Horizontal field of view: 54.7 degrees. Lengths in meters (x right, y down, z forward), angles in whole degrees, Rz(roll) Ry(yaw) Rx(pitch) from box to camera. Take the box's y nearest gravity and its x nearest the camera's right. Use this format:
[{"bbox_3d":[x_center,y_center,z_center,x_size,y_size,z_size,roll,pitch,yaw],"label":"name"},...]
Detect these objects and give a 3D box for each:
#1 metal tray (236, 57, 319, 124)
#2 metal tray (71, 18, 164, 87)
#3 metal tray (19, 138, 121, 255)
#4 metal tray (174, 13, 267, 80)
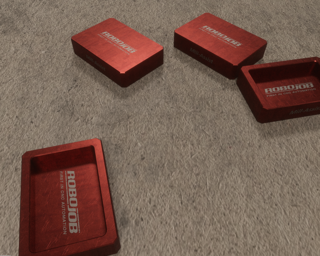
[{"bbox_3d":[0.190,-0.058,0.451,0.131,0.030,0.090,-9,51,-8],"label":"metal tray"},{"bbox_3d":[-0.069,-0.127,0.506,0.130,0.030,0.091,37,59,26],"label":"metal tray"},{"bbox_3d":[-0.099,0.077,0.334,0.091,0.030,0.130,-11,51,-10],"label":"metal tray"},{"bbox_3d":[0.099,-0.142,0.520,0.130,0.030,0.091,38,59,27],"label":"metal tray"}]
